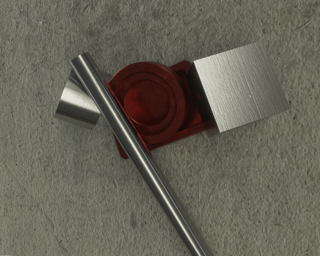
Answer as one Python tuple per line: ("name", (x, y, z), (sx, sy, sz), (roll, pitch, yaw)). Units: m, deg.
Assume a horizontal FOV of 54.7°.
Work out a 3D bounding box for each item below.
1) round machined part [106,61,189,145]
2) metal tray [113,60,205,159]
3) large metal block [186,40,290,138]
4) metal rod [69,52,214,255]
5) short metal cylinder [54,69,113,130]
("round machined part", (-0.013, -0.032, 0.379), (0.098, 0.042, 0.097), (4, 106, 14))
("metal tray", (-0.003, -0.021, 0.408), (0.130, 0.030, 0.090), (-22, 83, 18))
("large metal block", (0.084, -0.041, 0.349), (0.081, 0.050, 0.080), (-18, 83, -8))
("metal rod", (-0.014, 0.048, 0.368), (0.025, 0.025, 0.299), (-29, 98, 17))
("short metal cylinder", (-0.101, -0.042, 0.408), (0.050, 0.080, 0.080), (20, 98, -18))
